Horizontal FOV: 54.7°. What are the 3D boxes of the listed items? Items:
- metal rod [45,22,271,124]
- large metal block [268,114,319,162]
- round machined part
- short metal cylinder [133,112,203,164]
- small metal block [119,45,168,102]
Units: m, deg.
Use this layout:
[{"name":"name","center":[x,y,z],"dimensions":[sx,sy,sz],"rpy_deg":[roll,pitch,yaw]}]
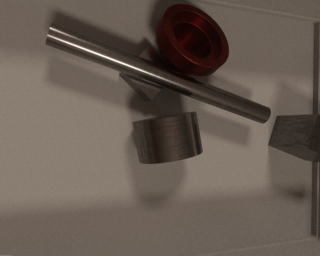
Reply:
[{"name":"metal rod","center":[0.014,-0.061,0.390],"dimensions":[0.302,0.025,0.025],"rpy_deg":[17,84,-20]},{"name":"large metal block","center":[0.228,0.018,0.468],"dimensions":[0.080,0.080,0.050],"rpy_deg":[21,83,-19]},{"name":"round machined part","center":[0.038,-0.108,0.403],"dimensions":[0.099,0.042,0.098],"rpy_deg":[14,59,-24]},{"name":"short metal cylinder","center":[0.009,0.011,0.386],"dimensions":[0.081,0.080,0.050],"rpy_deg":[-11,94,-20]},{"name":"small metal block","center":[-0.016,-0.071,0.405],"dimensions":[0.050,0.025,0.050],"rpy_deg":[45,76,-15]}]
